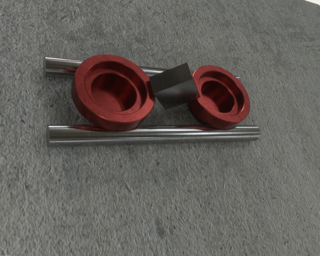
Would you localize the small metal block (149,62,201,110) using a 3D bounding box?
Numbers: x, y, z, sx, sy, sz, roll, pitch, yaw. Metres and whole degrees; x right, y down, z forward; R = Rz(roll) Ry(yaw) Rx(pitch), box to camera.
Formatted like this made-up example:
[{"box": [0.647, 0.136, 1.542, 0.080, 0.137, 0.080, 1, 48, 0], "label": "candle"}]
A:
[{"box": [0.020, -0.052, 0.398, 0.050, 0.050, 0.025, -20, 64, 11], "label": "small metal block"}]

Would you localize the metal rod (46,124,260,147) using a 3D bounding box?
[{"box": [0.012, 0.008, 0.406, 0.303, 0.025, 0.025, 0, 62, -28], "label": "metal rod"}]

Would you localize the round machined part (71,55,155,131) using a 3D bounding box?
[{"box": [-0.059, -0.039, 0.380, 0.099, 0.042, 0.098, 14, 56, -21], "label": "round machined part"}]

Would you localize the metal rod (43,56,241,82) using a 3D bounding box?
[{"box": [-0.007, -0.075, 0.446, 0.303, 0.025, 0.025, 0, 62, -28], "label": "metal rod"}]

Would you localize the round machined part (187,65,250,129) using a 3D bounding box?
[{"box": [0.079, -0.041, 0.455, 0.099, 0.042, 0.098, 14, 56, -21], "label": "round machined part"}]
